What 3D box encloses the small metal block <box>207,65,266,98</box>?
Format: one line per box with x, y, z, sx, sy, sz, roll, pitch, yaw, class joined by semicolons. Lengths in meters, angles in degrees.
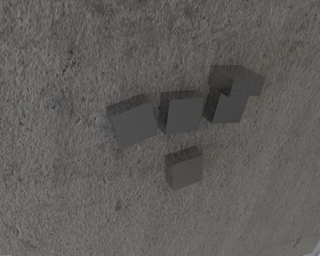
0.099;-0.062;0.406;0.050;0.050;0.025;-7;121;-25;small metal block

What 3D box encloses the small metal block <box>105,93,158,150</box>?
-0.034;-0.008;0.383;0.050;0.025;0.050;-23;127;-15;small metal block

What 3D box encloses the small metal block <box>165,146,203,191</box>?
0.036;0.060;0.464;0.050;0.025;0.050;-16;125;-19;small metal block

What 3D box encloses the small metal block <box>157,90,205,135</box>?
0.027;-0.021;0.408;0.050;0.025;0.050;-8;122;-24;small metal block

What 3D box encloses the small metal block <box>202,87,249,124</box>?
0.093;-0.034;0.436;0.050;0.025;0.050;-2;119;-28;small metal block
